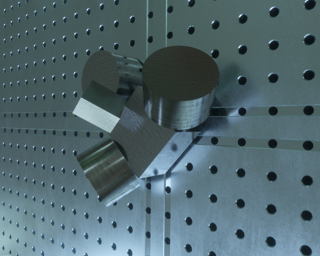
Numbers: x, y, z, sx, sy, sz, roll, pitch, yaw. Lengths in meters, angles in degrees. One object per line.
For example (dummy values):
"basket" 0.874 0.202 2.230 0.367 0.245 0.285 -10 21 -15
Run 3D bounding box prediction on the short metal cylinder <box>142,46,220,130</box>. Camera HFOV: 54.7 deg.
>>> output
"short metal cylinder" 0.021 -0.045 0.342 0.080 0.081 0.050 51 158 28

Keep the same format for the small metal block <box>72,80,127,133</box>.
"small metal block" -0.073 -0.028 0.384 0.025 0.050 0.050 -53 16 29

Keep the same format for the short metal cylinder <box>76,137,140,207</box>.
"short metal cylinder" -0.070 0.059 0.419 0.050 0.080 0.080 -32 70 -13

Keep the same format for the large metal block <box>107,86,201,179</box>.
"large metal block" -0.010 0.005 0.394 0.080 0.050 0.080 52 120 27

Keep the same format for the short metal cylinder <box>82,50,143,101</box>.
"short metal cylinder" -0.067 -0.066 0.444 0.080 0.050 0.079 0 90 40
